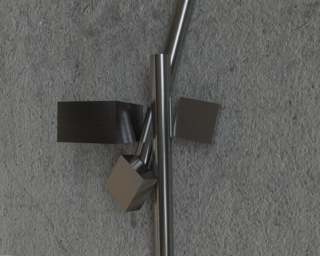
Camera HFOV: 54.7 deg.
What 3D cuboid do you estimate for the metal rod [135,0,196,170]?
[{"bbox_3d":[0.000,-0.039,0.408,0.025,0.025,0.298,17,95,19],"label":"metal rod"}]

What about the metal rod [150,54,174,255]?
[{"bbox_3d":[0.004,0.060,0.391,0.025,0.025,0.298,1,96,19],"label":"metal rod"}]

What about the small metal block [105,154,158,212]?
[{"bbox_3d":[-0.037,0.069,0.391,0.050,0.025,0.050,42,111,36],"label":"small metal block"}]

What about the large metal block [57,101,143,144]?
[{"bbox_3d":[-0.075,-0.007,0.405,0.080,0.080,0.050,1,90,20],"label":"large metal block"}]

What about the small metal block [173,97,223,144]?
[{"bbox_3d":[0.048,-0.010,0.392,0.050,0.025,0.050,13,94,19],"label":"small metal block"}]
